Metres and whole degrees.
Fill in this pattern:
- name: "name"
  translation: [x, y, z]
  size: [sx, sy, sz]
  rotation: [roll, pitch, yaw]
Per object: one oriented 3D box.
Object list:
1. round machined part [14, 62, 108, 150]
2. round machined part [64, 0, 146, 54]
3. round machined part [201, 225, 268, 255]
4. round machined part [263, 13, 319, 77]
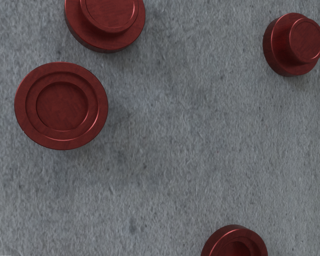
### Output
- name: "round machined part"
  translation: [-0.113, -0.024, 0.359]
  size: [0.099, 0.042, 0.097]
  rotation: [0, 90, -21]
- name: "round machined part"
  translation: [-0.064, -0.144, 0.377]
  size: [0.099, 0.042, 0.097]
  rotation: [0, 90, -21]
- name: "round machined part"
  translation: [0.100, 0.185, 0.439]
  size: [0.099, 0.042, 0.097]
  rotation: [0, 90, -21]
- name: "round machined part"
  translation: [0.213, -0.131, 0.481]
  size: [0.099, 0.042, 0.097]
  rotation: [0, 90, -21]
